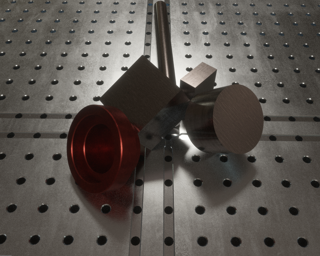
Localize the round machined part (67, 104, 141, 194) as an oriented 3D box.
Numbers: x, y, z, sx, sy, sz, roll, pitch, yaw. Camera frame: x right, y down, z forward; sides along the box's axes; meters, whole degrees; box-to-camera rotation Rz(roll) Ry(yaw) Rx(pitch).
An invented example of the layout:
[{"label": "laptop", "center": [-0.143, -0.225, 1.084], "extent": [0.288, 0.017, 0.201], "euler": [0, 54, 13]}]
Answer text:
[{"label": "round machined part", "center": [-0.061, 0.023, 0.353], "extent": [0.042, 0.097, 0.098], "euler": [2, 38, -49]}]

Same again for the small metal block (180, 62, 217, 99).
[{"label": "small metal block", "center": [0.053, -0.057, 0.440], "extent": [0.025, 0.050, 0.050], "euler": [34, 58, 25]}]

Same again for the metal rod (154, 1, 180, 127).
[{"label": "metal rod", "center": [0.008, -0.123, 0.510], "extent": [0.025, 0.025, 0.300], "euler": [-2, 50, -2]}]

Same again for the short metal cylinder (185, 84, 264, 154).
[{"label": "short metal cylinder", "center": [0.077, -0.009, 0.372], "extent": [0.080, 0.080, 0.050], "euler": [-39, 17, -28]}]

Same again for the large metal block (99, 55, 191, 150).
[{"label": "large metal block", "center": [-0.017, -0.032, 0.396], "extent": [0.080, 0.050, 0.080], "euler": [-45, 58, 3]}]
